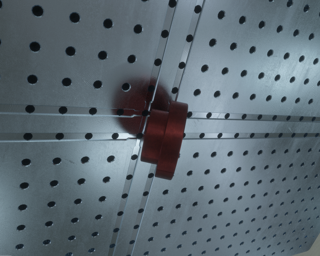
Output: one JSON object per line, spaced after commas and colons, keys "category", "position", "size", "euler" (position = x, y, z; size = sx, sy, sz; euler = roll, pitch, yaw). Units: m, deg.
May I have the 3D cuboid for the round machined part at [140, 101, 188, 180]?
{"category": "round machined part", "position": [0.003, 0.013, 0.387], "size": [0.042, 0.098, 0.097], "euler": [13, 116, 1]}
